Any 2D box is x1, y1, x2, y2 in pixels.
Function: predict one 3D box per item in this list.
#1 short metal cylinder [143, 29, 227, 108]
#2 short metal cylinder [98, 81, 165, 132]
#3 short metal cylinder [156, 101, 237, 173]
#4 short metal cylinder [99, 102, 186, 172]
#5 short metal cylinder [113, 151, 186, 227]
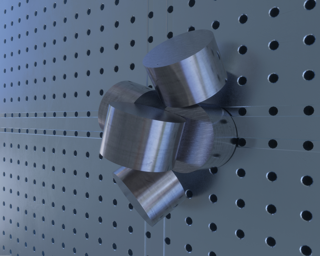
[{"bbox_3d":[0.028,-0.066,0.341,0.080,0.080,0.050,3,132,40],"label":"short metal cylinder"},{"bbox_3d":[-0.032,-0.016,0.400,0.050,0.081,0.079,24,105,37],"label":"short metal cylinder"},{"bbox_3d":[0.040,0.010,0.359,0.080,0.050,0.080,-1,88,40],"label":"short metal cylinder"},{"bbox_3d":[-0.018,0.007,0.322,0.080,0.081,0.050,22,104,38],"label":"short metal cylinder"},{"bbox_3d":[-0.014,0.072,0.377,0.080,0.050,0.080,46,160,23],"label":"short metal cylinder"}]
